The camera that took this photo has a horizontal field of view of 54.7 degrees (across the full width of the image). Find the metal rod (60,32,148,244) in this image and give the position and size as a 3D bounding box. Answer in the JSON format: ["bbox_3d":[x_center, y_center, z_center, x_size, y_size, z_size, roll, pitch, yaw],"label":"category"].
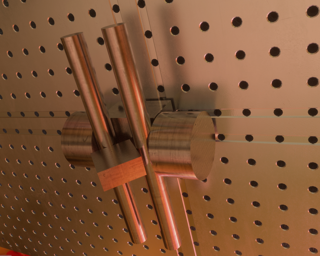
[{"bbox_3d":[-0.062,0.031,0.395,0.025,0.025,0.298,1,119,28],"label":"metal rod"}]

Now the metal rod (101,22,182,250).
[{"bbox_3d":[-0.014,0.030,0.368,0.025,0.025,0.298,1,119,28],"label":"metal rod"}]

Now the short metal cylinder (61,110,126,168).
[{"bbox_3d":[-0.088,0.015,0.427,0.050,0.080,0.080,1,119,27],"label":"short metal cylinder"}]

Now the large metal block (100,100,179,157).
[{"bbox_3d":[-0.024,0.011,0.409,0.080,0.050,0.080,1,119,27],"label":"large metal block"}]

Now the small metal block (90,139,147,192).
[{"bbox_3d":[-0.049,0.042,0.361,0.050,0.050,0.025,-135,28,-61],"label":"small metal block"}]

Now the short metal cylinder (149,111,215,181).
[{"bbox_3d":[0.029,0.020,0.367,0.050,0.080,0.080,1,119,29],"label":"short metal cylinder"}]
